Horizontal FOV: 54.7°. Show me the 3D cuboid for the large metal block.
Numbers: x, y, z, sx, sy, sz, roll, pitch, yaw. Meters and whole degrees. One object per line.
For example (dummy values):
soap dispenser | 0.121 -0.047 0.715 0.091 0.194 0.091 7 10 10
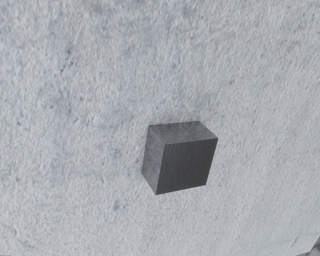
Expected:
large metal block | 0.025 0.040 0.431 0.081 0.050 0.079 -5 121 -26
